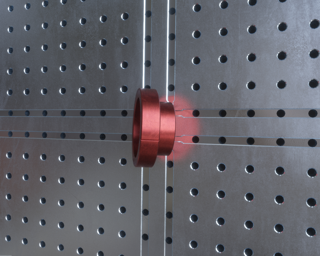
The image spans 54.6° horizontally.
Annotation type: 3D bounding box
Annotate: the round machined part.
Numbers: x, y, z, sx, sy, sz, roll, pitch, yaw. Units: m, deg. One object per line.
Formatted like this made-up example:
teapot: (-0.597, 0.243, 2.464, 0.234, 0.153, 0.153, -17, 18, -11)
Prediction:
round machined part: (-0.008, 0.000, 0.387, 0.042, 0.098, 0.097, 3, 91, -11)
